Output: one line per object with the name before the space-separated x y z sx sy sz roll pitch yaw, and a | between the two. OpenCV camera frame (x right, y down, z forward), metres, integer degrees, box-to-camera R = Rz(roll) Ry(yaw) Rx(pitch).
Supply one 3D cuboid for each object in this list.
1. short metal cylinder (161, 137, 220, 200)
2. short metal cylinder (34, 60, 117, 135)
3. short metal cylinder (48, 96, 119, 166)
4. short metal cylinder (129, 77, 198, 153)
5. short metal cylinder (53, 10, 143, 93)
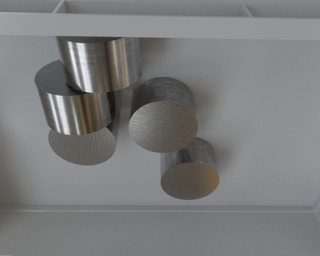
short metal cylinder | 0.041 0.058 0.443 0.081 0.050 0.079 0 130 0
short metal cylinder | -0.089 -0.037 0.340 0.081 0.080 0.050 1 130 -1
short metal cylinder | -0.094 0.002 0.393 0.081 0.050 0.079 0 130 0
short metal cylinder | 0.004 -0.015 0.380 0.081 0.050 0.079 0 130 0
short metal cylinder | -0.058 -0.078 0.306 0.081 0.080 0.050 -1 130 0
